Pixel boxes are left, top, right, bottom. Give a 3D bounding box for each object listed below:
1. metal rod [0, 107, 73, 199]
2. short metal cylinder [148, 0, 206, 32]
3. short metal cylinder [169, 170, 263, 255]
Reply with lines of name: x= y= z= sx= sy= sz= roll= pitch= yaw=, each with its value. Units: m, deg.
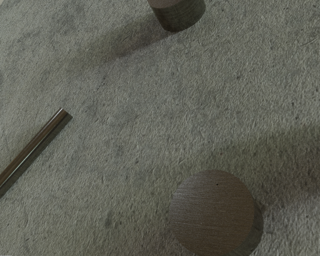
metal rod: x=-0.245 y=0.089 z=0.477 sx=0.025 sy=0.025 sz=0.300 roll=34 pitch=80 yaw=38
short metal cylinder: x=0.027 y=-0.203 z=0.498 sx=0.080 sy=0.050 sz=0.080 roll=-13 pitch=56 yaw=21
short metal cylinder: x=0.056 y=0.087 z=0.305 sx=0.080 sy=0.050 sz=0.080 roll=-13 pitch=56 yaw=21
